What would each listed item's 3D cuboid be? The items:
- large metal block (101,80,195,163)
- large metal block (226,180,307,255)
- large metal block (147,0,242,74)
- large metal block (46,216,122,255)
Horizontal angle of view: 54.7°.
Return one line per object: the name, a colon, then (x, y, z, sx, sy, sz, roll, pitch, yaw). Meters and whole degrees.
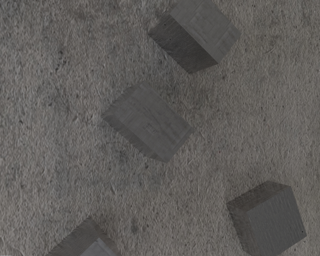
large metal block: (-0.018, -0.006, 0.373, 0.080, 0.080, 0.050, 43, 77, -15)
large metal block: (0.155, 0.134, 0.453, 0.081, 0.050, 0.080, -23, 98, -19)
large metal block: (0.041, -0.120, 0.395, 0.080, 0.080, 0.050, 41, 77, -16)
large metal block: (-0.089, 0.156, 0.347, 0.080, 0.080, 0.050, -42, 104, -15)
